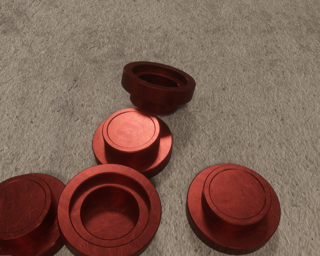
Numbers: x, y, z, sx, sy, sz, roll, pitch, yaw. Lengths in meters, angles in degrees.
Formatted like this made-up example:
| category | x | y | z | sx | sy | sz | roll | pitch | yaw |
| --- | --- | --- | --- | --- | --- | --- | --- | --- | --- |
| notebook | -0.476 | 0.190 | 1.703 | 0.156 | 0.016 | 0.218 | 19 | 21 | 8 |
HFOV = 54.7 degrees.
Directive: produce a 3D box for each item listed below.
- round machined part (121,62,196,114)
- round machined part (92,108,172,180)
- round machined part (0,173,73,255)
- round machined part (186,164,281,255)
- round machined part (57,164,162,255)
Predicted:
| category | x | y | z | sx | sy | sz | roll | pitch | yaw |
| --- | --- | --- | --- | --- | --- | --- | --- | --- | --- |
| round machined part | -0.004 | -0.053 | 0.422 | 0.099 | 0.042 | 0.098 | 11 | 29 | -6 |
| round machined part | -0.034 | 0.014 | 0.380 | 0.099 | 0.042 | 0.098 | 0 | 50 | 0 |
| round machined part | -0.140 | 0.088 | 0.317 | 0.099 | 0.042 | 0.098 | 0 | 50 | 0 |
| round machined part | 0.078 | 0.078 | 0.328 | 0.099 | 0.042 | 0.098 | 0 | 50 | 0 |
| round machined part | -0.050 | 0.088 | 0.310 | 0.099 | 0.042 | 0.098 | 7 | 49 | -8 |
